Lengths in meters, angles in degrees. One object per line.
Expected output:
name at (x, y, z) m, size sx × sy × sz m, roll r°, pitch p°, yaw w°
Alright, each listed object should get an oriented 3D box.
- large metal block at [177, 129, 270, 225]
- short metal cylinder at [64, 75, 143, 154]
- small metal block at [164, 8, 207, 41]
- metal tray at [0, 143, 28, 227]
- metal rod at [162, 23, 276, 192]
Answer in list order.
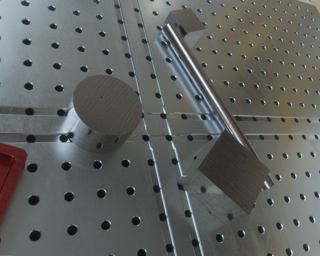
large metal block at (0.083, 0.063, 0.401) m, size 0.080 × 0.050 × 0.080 m, roll 42°, pitch 51°, yaw 0°
short metal cylinder at (-0.067, -0.016, 0.366) m, size 0.081 × 0.050 × 0.080 m, roll 14°, pitch 56°, yaw -21°
small metal block at (0.045, -0.181, 0.545) m, size 0.050 × 0.025 × 0.050 m, roll -25°, pitch 75°, yaw -37°
metal tray at (-0.182, 0.068, 0.265) m, size 0.091 × 0.030 × 0.130 m, roll 20°, pitch 54°, yaw -17°
metal rod at (0.084, -0.041, 0.480) m, size 0.025 × 0.025 × 0.299 m, roll -18°, pitch 72°, yaw -35°
